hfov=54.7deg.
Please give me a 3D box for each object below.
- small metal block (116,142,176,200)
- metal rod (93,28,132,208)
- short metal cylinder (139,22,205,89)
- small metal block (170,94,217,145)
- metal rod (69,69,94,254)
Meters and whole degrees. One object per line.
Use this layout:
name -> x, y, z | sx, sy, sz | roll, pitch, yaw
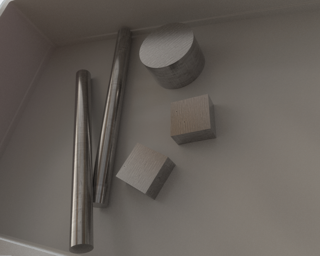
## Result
small metal block -> -0.017, 0.052, 0.381 | 0.050, 0.025, 0.050 | 23, 74, 36
metal rod -> -0.069, -0.033, 0.460 | 0.025, 0.025, 0.299 | -10, 57, 22
short metal cylinder -> 0.018, -0.102, 0.442 | 0.080, 0.050, 0.080 | -13, 56, 20
small metal block -> 0.041, -0.010, 0.389 | 0.050, 0.025, 0.050 | -12, 57, 21
metal rod -> -0.107, 0.019, 0.426 | 0.025, 0.025, 0.300 | -24, 46, 13
